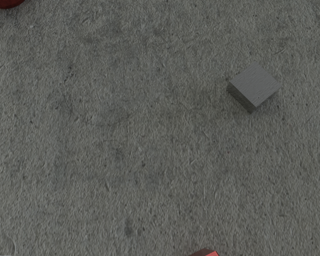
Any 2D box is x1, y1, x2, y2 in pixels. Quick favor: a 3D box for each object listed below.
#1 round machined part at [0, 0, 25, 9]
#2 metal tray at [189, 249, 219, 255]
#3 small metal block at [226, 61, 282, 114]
[{"bbox_3d":[-0.244,-0.225,0.478,0.099,0.042,0.098,0,70,-1],"label":"round machined part"},{"bbox_3d":[0.066,0.189,0.305,0.030,0.090,0.130,-23,72,-8],"label":"metal tray"},{"bbox_3d":[0.130,-0.056,0.430,0.050,0.025,0.050,-38,75,-13],"label":"small metal block"}]
